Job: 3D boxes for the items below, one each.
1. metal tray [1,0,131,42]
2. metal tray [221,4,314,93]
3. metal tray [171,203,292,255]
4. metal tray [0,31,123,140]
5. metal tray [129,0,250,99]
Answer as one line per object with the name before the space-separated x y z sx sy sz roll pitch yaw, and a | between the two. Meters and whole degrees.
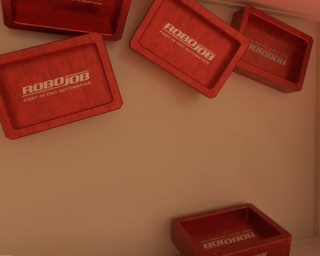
metal tray | -0.100 -0.145 0.337 0.131 0.089 0.030 1 56 -20
metal tray | 0.163 -0.115 0.467 0.131 0.030 0.090 18 84 -19
metal tray | 0.091 0.143 0.406 0.131 0.090 0.030 -6 107 -20
metal tray | -0.118 -0.048 0.352 0.131 0.030 0.090 -17 96 -10
metal tray | 0.037 -0.109 0.400 0.130 0.030 0.090 31 96 -11
